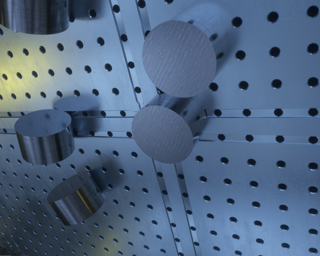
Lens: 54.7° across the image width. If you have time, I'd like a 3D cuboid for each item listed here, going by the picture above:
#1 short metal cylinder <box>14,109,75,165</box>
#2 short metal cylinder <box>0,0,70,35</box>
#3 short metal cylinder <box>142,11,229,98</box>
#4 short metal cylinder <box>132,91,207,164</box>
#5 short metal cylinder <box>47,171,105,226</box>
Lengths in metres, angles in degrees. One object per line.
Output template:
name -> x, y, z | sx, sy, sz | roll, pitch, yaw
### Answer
short metal cylinder -> -0.175, 0.012, 0.475 | 0.080, 0.080, 0.050 | 15, 125, 20
short metal cylinder -> -0.147, -0.149, 0.361 | 0.080, 0.080, 0.050 | 25, 127, 13
short metal cylinder -> 0.028, -0.079, 0.331 | 0.080, 0.050, 0.079 | 13, 124, 21
short metal cylinder -> 0.012, -0.002, 0.387 | 0.080, 0.050, 0.079 | 13, 124, 21
short metal cylinder -> -0.141, 0.118, 0.523 | 0.080, 0.080, 0.050 | -15, 111, 34
